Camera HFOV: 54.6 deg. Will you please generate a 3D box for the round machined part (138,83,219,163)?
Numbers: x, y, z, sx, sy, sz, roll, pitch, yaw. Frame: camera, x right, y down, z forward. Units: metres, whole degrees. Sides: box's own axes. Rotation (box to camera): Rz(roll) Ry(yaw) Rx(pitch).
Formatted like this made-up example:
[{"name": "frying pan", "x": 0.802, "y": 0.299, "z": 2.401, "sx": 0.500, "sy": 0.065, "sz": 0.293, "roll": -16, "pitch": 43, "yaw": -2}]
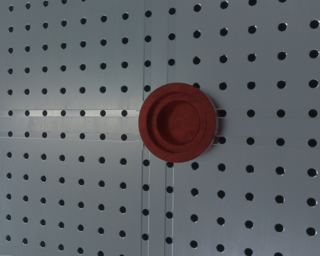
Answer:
[{"name": "round machined part", "x": 0.026, "y": -0.006, "z": 0.395, "sx": 0.098, "sy": 0.042, "sz": 0.097, "roll": 0, "pitch": 90, "yaw": 20}]
